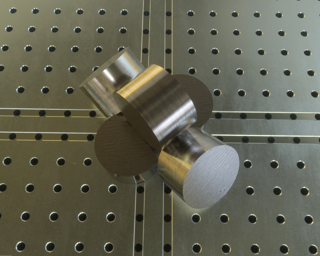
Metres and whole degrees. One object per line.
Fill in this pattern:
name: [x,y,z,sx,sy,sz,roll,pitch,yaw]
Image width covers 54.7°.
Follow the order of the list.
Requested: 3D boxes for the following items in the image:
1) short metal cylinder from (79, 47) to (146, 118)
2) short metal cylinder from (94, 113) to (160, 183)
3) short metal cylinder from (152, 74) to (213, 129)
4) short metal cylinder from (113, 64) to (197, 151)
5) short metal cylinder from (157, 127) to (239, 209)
short metal cylinder: [-0.055,-0.058,0.396,0.080,0.080,0.050,-44,110,-15]
short metal cylinder: [-0.037,0.026,0.388,0.081,0.050,0.080,0,70,0]
short metal cylinder: [0.026,-0.023,0.406,0.081,0.050,0.080,0,70,0]
short metal cylinder: [-0.006,-0.021,0.336,0.050,0.080,0.080,-40,75,-13]
short metal cylinder: [0.044,0.045,0.359,0.080,0.080,0.050,-39,39,-13]
